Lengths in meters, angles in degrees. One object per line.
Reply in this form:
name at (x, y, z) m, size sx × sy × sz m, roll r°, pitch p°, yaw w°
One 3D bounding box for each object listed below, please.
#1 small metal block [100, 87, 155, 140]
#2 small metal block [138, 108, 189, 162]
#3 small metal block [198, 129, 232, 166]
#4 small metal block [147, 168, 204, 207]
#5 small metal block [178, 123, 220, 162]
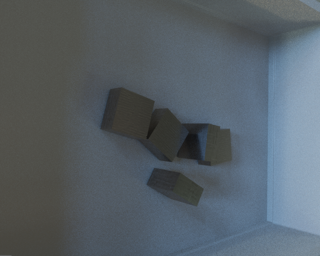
small metal block at (-0.038, -0.016, 0.373) m, size 0.050 × 0.025 × 0.050 m, roll 20°, pitch 78°, yaw -39°
small metal block at (0.005, 0.009, 0.409) m, size 0.050 × 0.025 × 0.050 m, roll 46°, pitch 62°, yaw -30°
small metal block at (0.084, 0.028, 0.477) m, size 0.050 × 0.025 × 0.050 m, roll -7°, pitch 95°, yaw -40°
small metal block at (0.020, 0.077, 0.406) m, size 0.050 × 0.050 × 0.025 m, roll 38°, pitch 68°, yaw -35°
small metal block at (0.055, 0.020, 0.436) m, size 0.025 × 0.050 × 0.050 m, roll 13°, pitch 82°, yaw -40°
